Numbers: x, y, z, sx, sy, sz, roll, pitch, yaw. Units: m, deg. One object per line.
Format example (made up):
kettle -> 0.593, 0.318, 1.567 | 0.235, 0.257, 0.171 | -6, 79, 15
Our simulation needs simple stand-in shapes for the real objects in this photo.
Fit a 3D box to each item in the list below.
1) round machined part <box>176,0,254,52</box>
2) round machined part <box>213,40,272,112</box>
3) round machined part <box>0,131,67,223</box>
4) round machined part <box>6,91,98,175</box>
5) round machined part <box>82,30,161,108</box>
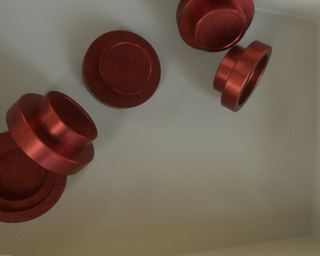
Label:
round machined part -> 0.072, -0.136, 0.397 | 0.099, 0.097, 0.042 | 5, 53, -20
round machined part -> 0.109, -0.074, 0.424 | 0.042, 0.098, 0.098 | 32, 77, 20
round machined part -> -0.156, 0.051, 0.344 | 0.099, 0.042, 0.097 | 0, 90, -20
round machined part -> -0.106, -0.001, 0.329 | 0.042, 0.098, 0.098 | -41, 105, 12
round machined part -> -0.045, -0.073, 0.386 | 0.099, 0.042, 0.097 | 0, 90, -21
